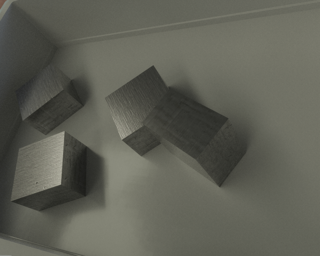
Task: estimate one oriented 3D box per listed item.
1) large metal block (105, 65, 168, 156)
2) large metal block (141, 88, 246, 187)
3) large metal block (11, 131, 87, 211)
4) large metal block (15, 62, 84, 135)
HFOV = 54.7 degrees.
[{"bbox_3d":[-0.017,-0.023,0.413,0.080,0.050,0.080,-33,51,6],"label":"large metal block"},{"bbox_3d":[0.039,0.011,0.343,0.080,0.080,0.050,33,80,38],"label":"large metal block"},{"bbox_3d":[-0.152,0.061,0.432,0.080,0.050,0.080,-20,54,16],"label":"large metal block"},{"bbox_3d":[-0.186,-0.049,0.518,0.080,0.050,0.080,-37,51,3],"label":"large metal block"}]
